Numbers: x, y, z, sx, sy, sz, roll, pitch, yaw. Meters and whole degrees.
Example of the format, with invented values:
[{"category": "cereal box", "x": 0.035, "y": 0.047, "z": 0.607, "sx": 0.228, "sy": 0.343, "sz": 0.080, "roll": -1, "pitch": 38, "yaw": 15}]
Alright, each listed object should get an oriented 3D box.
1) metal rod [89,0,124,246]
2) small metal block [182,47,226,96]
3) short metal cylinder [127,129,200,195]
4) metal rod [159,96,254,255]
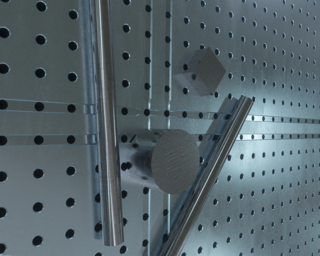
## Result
[{"category": "metal rod", "x": -0.062, "y": -0.015, "z": 0.356, "sx": 0.025, "sy": 0.025, "sz": 0.298, "roll": -5, "pitch": 93, "yaw": -40}, {"category": "small metal block", "x": 0.067, "y": -0.084, "z": 0.465, "sx": 0.050, "sy": 0.025, "sz": 0.050, "roll": 45, "pitch": 63, "yaw": -31}, {"category": "short metal cylinder", "x": 0.005, "y": 0.041, "z": 0.397, "sx": 0.081, "sy": 0.050, "sz": 0.080, "roll": 0, "pitch": 90, "yaw": -40}, {"category": "metal rod", "x": 0.076, "y": 0.070, "z": 0.472, "sx": 0.025, "sy": 0.025, "sz": 0.300, "roll": 47, "pitch": 62, "yaw": -30}]
